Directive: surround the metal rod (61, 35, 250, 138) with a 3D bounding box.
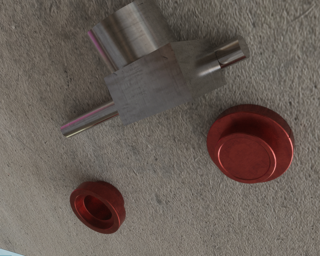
[{"bbox_3d":[-0.030,-0.039,0.398,0.300,0.025,0.025,-20,108,35],"label":"metal rod"}]

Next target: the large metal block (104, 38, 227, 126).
[{"bbox_3d":[0.008,-0.046,0.306,0.080,0.080,0.050,-19,95,35],"label":"large metal block"}]

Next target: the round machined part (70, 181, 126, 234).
[{"bbox_3d":[-0.101,0.130,0.529,0.098,0.042,0.097,13,124,21],"label":"round machined part"}]

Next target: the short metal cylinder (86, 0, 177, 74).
[{"bbox_3d":[-0.029,-0.096,0.327,0.080,0.080,0.050,-21,107,36],"label":"short metal cylinder"}]

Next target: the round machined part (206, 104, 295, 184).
[{"bbox_3d":[0.101,0.025,0.358,0.098,0.042,0.097,13,124,21],"label":"round machined part"}]
